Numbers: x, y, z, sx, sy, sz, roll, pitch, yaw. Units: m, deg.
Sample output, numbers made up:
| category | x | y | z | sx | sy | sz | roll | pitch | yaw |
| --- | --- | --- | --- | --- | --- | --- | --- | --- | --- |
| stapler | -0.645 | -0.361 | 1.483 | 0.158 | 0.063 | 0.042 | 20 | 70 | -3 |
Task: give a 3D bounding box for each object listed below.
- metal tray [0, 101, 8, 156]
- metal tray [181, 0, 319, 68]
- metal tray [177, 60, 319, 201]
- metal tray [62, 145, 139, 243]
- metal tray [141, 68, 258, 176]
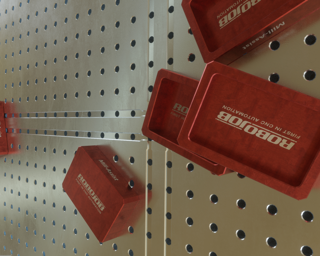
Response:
| category | x | y | z | sx | sy | sz | roll | pitch | yaw |
| --- | --- | --- | --- | --- | --- | --- | --- | --- | --- |
| metal tray | -0.406 | 0.007 | 0.745 | 0.090 | 0.030 | 0.129 | -17 | 79 | 39 |
| metal tray | 0.092 | -0.135 | 0.330 | 0.130 | 0.030 | 0.090 | -30 | 72 | 36 |
| metal tray | 0.093 | -0.001 | 0.298 | 0.130 | 0.030 | 0.089 | 24 | 105 | 15 |
| metal tray | -0.099 | 0.100 | 0.489 | 0.130 | 0.030 | 0.090 | 43 | 116 | 31 |
| metal tray | 0.042 | -0.011 | 0.371 | 0.130 | 0.030 | 0.089 | 27 | 107 | 37 |
